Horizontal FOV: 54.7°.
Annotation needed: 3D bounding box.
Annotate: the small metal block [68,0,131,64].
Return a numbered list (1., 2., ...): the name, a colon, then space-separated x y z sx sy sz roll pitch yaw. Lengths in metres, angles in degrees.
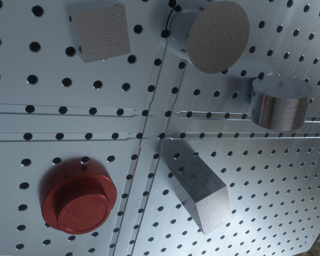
1. small metal block: -0.061 -0.099 0.318 0.050 0.025 0.050 -18 126 -19

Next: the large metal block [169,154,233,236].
1. large metal block: 0.062 0.101 0.474 0.050 0.080 0.080 -27 128 -12

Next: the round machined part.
1. round machined part: -0.103 0.100 0.407 0.099 0.042 0.097 -14 124 -21

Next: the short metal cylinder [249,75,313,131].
1. short metal cylinder: 0.172 -0.038 0.449 0.081 0.080 0.050 -15 125 -20

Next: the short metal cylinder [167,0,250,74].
1. short metal cylinder: 0.055 -0.109 0.359 0.081 0.050 0.079 -14 124 -21
